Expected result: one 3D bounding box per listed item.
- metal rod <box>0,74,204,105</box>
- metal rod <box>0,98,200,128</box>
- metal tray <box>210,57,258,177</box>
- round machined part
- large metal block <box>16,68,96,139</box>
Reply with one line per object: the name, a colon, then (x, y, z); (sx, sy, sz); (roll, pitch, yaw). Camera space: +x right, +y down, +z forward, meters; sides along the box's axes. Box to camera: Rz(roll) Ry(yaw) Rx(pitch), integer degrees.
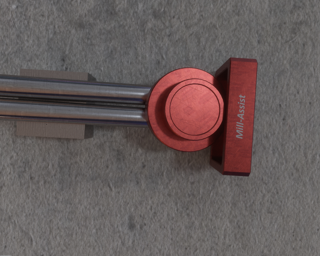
metal rod: (-0.064, -0.042, 0.365); (0.302, 0.025, 0.025); (2, 90, -13)
metal rod: (-0.066, -0.015, 0.365); (0.302, 0.025, 0.025); (3, 90, -13)
metal tray: (0.087, -0.012, 0.379); (0.030, 0.090, 0.129); (4, 90, 0)
round machined part: (0.034, -0.021, 0.354); (0.099, 0.042, 0.097); (0, 92, -11)
large metal block: (-0.128, -0.029, 0.393); (0.081, 0.050, 0.079); (3, 90, -1)
